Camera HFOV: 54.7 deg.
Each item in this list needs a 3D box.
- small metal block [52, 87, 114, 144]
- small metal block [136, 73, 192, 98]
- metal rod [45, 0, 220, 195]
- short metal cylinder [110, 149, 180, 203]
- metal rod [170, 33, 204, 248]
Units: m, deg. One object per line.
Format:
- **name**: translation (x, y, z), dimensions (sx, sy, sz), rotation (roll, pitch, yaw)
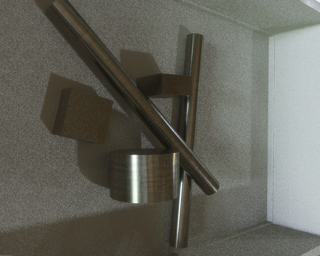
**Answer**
- **small metal block**: translation (-0.083, -0.012, 0.338), dimensions (0.050, 0.025, 0.050), rotation (17, 79, -39)
- **small metal block**: translation (0.005, -0.053, 0.396), dimensions (0.050, 0.050, 0.025), rotation (-3, 92, -40)
- **metal rod**: translation (-0.018, -0.022, 0.374), dimensions (0.300, 0.025, 0.025), rotation (50, 60, -22)
- **short metal cylinder**: translation (-0.017, 0.052, 0.358), dimensions (0.081, 0.080, 0.050), rotation (-1, 91, -40)
- **metal rod**: translation (0.039, 0.015, 0.441), dimensions (0.025, 0.025, 0.298), rotation (8, 85, -40)
